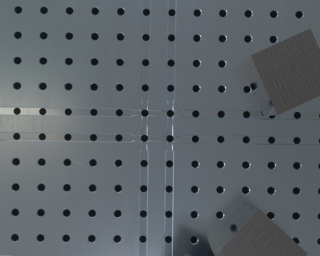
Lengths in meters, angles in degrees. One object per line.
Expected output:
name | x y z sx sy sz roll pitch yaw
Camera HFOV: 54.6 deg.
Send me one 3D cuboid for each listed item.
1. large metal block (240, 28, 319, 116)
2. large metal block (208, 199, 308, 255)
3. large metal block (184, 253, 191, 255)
large metal block | 0.163 -0.069 0.402 0.080 0.050 0.080 -25 90 0
large metal block | 0.123 0.155 0.402 0.080 0.050 0.080 43 90 0
large metal block | 0.048 0.208 0.381 0.080 0.050 0.080 26 134 0
